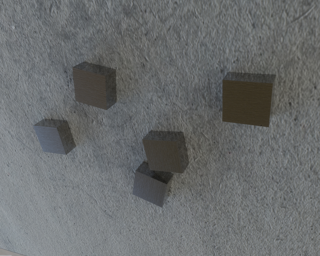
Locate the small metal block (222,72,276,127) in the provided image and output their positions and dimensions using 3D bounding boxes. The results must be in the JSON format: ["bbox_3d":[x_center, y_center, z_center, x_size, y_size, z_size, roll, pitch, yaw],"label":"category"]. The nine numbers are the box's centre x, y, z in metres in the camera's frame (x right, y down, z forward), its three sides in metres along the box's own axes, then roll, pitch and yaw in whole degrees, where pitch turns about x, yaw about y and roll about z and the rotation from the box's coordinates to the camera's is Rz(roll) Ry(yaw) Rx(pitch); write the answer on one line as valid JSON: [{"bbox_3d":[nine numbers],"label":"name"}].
[{"bbox_3d":[0.096,-0.032,0.337,0.050,0.025,0.050,8,122,24],"label":"small metal block"}]

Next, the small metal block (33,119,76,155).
[{"bbox_3d":[-0.172,0.014,0.506,0.050,0.025,0.050,4,121,26],"label":"small metal block"}]

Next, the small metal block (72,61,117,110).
[{"bbox_3d":[-0.087,-0.057,0.418,0.050,0.025,0.050,17,125,18],"label":"small metal block"}]

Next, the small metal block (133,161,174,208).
[{"bbox_3d":[-0.011,0.085,0.465,0.050,0.025,0.050,21,126,15],"label":"small metal block"}]

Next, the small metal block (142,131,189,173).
[{"bbox_3d":[0.009,0.032,0.422,0.050,0.025,0.050,2,119,27],"label":"small metal block"}]
